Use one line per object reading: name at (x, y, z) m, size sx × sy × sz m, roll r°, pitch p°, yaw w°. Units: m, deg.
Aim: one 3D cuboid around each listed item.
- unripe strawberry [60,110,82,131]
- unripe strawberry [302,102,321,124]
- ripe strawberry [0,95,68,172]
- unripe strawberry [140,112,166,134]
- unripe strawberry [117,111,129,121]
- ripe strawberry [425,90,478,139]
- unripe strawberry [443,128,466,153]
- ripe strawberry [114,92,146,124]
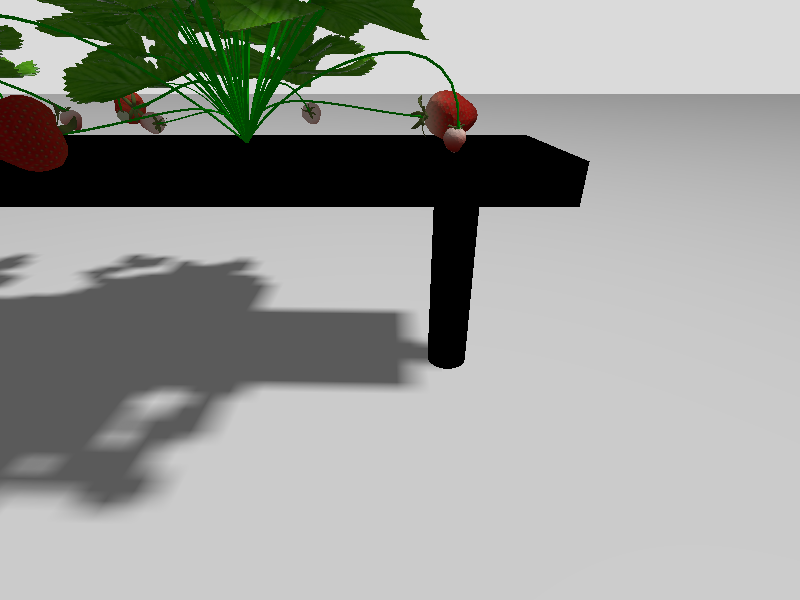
unripe strawberry at (-0.343, -0.188, 0.420) m, size 0.019 × 0.020 × 0.018 m, roll -30°, pitch 36°, yaw -11°
unripe strawberry at (-0.105, -0.222, 0.478) m, size 0.022 × 0.024 × 0.024 m, roll 3°, pitch 15°, yaw 6°
ripe strawberry at (-0.202, -0.088, 0.213) m, size 0.033 × 0.038 × 0.036 m, roll 17°, pitch 33°, yaw 28°
unripe strawberry at (-0.234, -0.167, 0.378) m, size 0.019 × 0.019 × 0.021 m, roll 15°, pitch 32°, yaw 26°
unripe strawberry at (-0.293, -0.194, 0.424) m, size 0.010 × 0.011 × 0.011 m, roll 18°, pitch 33°, yaw 30°
ripe strawberry at (0.042, -0.152, 0.330) m, size 0.043 × 0.037 × 0.043 m, roll -1°, pitch 29°, yaw -4°
unripe strawberry at (0.038, -0.112, 0.281) m, size 0.016 × 0.016 × 0.015 m, roll 8°, pitch 30°, yaw 15°
ripe strawberry at (-0.314, -0.224, 0.465) m, size 0.034 × 0.036 × 0.031 m, roll 22°, pitch 36°, yaw 36°
